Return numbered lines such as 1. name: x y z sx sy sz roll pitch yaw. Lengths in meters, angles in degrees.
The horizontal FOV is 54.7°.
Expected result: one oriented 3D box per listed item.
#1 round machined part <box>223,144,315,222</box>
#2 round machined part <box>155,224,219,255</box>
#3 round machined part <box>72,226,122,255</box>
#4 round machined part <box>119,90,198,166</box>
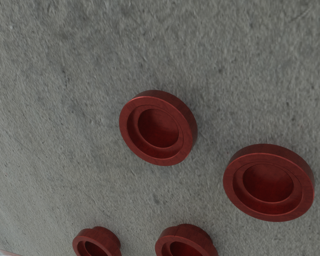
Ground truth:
1. round machined part: 0.128 0.059 0.365 0.098 0.042 0.097 13 124 20
2. round machined part: 0.045 0.191 0.489 0.098 0.042 0.097 13 124 20
3. round machined part: -0.115 0.229 0.596 0.098 0.042 0.097 13 124 20
4. round machined part: 0.001 -0.003 0.392 0.098 0.042 0.097 13 124 20
